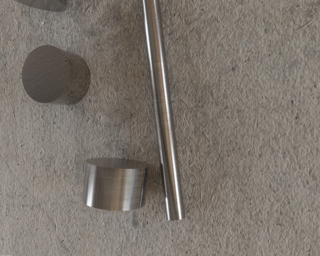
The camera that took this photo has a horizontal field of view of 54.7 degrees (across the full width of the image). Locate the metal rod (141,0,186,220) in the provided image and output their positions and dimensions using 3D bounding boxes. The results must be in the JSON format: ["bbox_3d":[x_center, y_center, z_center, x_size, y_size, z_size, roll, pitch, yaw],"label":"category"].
[{"bbox_3d":[0.003,-0.032,0.407,0.025,0.025,0.298,-8,87,20],"label":"metal rod"}]

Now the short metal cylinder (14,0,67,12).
[{"bbox_3d":[-0.171,-0.204,0.440,0.080,0.080,0.050,10,94,19],"label":"short metal cylinder"}]

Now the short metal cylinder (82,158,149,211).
[{"bbox_3d":[-0.057,0.070,0.400,0.080,0.080,0.050,6,92,20],"label":"short metal cylinder"}]

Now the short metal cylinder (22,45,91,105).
[{"bbox_3d":[-0.149,-0.074,0.448,0.080,0.050,0.079,0,90,20],"label":"short metal cylinder"}]
